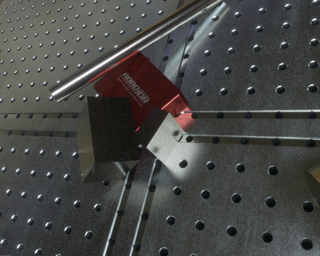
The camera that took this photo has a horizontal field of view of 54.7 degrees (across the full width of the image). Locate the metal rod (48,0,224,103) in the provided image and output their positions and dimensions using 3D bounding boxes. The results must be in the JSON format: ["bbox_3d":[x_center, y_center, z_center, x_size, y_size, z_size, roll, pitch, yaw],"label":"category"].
[{"bbox_3d":[-0.028,-0.129,0.463,0.301,0.025,0.025,-34,51,-10],"label":"metal rod"}]

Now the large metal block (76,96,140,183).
[{"bbox_3d":[-0.067,0.016,0.379,0.050,0.080,0.080,-1,66,-25],"label":"large metal block"}]

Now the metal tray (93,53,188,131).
[{"bbox_3d":[-0.032,-0.049,0.451,0.090,0.030,0.130,-40,51,0],"label":"metal tray"}]

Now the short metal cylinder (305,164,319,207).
[{"bbox_3d":[0.163,0.060,0.251,0.050,0.080,0.080,-28,53,11],"label":"short metal cylinder"}]

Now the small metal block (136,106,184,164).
[{"bbox_3d":[-0.001,0.009,0.386,0.025,0.050,0.050,23,74,36],"label":"small metal block"}]
